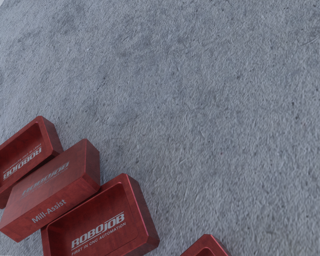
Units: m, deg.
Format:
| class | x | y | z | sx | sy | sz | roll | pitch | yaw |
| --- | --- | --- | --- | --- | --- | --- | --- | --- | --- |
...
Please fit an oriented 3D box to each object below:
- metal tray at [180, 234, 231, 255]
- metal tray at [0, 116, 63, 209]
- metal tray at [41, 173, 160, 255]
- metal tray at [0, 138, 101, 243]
| class | x | y | z | sx | sy | sz | roll | pitch | yaw |
| --- | --- | --- | --- | --- | --- | --- | --- | --- | --- |
| metal tray | 0.053 | 0.172 | 0.267 | 0.090 | 0.030 | 0.130 | -42 | 51 | -1 |
| metal tray | -0.217 | 0.052 | 0.482 | 0.130 | 0.030 | 0.090 | -37 | 51 | 3 |
| metal tray | -0.074 | 0.124 | 0.363 | 0.130 | 0.030 | 0.090 | -32 | 52 | 7 |
| metal tray | -0.140 | 0.078 | 0.406 | 0.130 | 0.030 | 0.090 | -33 | 29 | 6 |
